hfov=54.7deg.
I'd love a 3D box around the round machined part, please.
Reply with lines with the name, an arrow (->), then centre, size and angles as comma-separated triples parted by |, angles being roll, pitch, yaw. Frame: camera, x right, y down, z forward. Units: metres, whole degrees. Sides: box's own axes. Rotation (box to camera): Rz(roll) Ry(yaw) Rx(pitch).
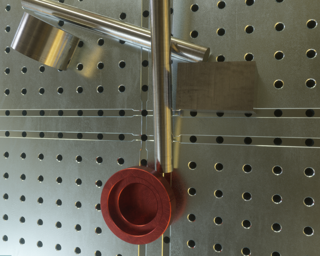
round machined part -> -0.025, 0.099, 0.411 | 0.098, 0.042, 0.097 | 1, 91, 20

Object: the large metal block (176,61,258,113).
large metal block -> 0.069, -0.044, 0.359 | 0.080, 0.080, 0.050 | 3, 91, 19

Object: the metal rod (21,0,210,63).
metal rod -> -0.074, -0.144, 0.437 | 0.301, 0.025, 0.025 | 22, 97, 18

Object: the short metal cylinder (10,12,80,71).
short metal cylinder -> -0.160, -0.122, 0.438 | 0.080, 0.080, 0.050 | 29, 100, 17

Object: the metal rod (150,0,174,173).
metal rod -> 0.002, -0.091, 0.386 | 0.025, 0.025, 0.298 | 2, 100, 19
